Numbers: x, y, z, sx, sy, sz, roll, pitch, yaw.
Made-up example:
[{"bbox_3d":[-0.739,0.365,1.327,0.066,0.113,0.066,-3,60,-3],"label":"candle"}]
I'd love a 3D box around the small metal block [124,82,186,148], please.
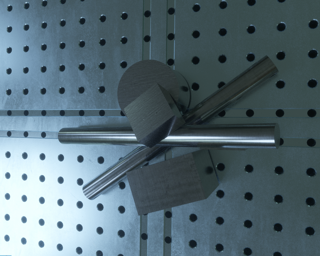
[{"bbox_3d":[-0.007,-0.014,0.349,0.050,0.025,0.050,-37,56,16],"label":"small metal block"}]

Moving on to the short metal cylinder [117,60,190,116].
[{"bbox_3d":[-0.007,-0.043,0.398,0.080,0.050,0.079,0,89,20],"label":"short metal cylinder"}]

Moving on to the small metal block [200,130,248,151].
[{"bbox_3d":[0.078,0.012,0.368,0.050,0.050,0.025,0,90,21],"label":"small metal block"}]

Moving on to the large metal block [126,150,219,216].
[{"bbox_3d":[0.018,0.061,0.372,0.080,0.080,0.050,-19,84,19],"label":"large metal block"}]

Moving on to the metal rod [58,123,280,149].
[{"bbox_3d":[-0.014,0.010,0.376,0.300,0.025,0.025,-1,90,33],"label":"metal rod"}]

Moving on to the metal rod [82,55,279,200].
[{"bbox_3d":[0.015,0.009,0.404,0.300,0.025,0.025,-36,79,16],"label":"metal rod"}]
